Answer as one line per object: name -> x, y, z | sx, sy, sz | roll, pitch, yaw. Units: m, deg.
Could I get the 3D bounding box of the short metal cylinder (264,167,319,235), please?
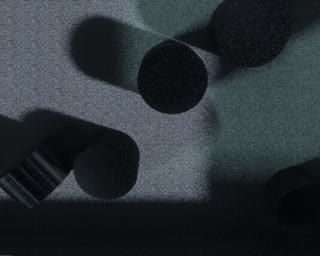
short metal cylinder -> 0.196, 0.102, 0.439 | 0.081, 0.050, 0.079 | 0, 110, -1

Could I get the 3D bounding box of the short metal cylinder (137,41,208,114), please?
short metal cylinder -> 0.014, -0.062, 0.375 | 0.081, 0.050, 0.079 | 0, 110, -1

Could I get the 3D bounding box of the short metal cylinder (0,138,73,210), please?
short metal cylinder -> -0.162, 0.058, 0.401 | 0.080, 0.080, 0.050 | -35, 107, 12

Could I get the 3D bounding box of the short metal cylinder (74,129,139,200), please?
short metal cylinder -> -0.069, 0.048, 0.415 | 0.081, 0.050, 0.079 | 0, 110, -1

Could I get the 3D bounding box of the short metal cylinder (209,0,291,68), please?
short metal cylinder -> 0.101, -0.114, 0.357 | 0.081, 0.050, 0.079 | 0, 110, -1
